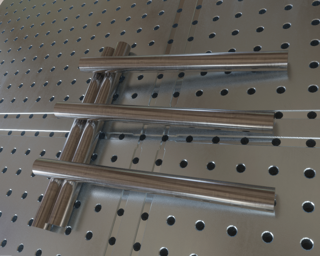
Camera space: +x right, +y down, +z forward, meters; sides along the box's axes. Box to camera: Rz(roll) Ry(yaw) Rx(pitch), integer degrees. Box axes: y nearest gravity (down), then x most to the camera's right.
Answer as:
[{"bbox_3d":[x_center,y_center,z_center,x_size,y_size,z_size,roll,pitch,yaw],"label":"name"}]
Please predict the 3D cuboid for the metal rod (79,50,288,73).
[{"bbox_3d":[0.017,-0.091,0.435,0.301,0.025,0.025,4,63,22],"label":"metal rod"}]

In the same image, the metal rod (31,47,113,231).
[{"bbox_3d":[-0.121,0.001,0.468,0.025,0.025,0.300,1,62,28],"label":"metal rod"}]

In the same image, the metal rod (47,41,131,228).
[{"bbox_3d":[-0.097,-0.006,0.460,0.025,0.025,0.300,1,62,28],"label":"metal rod"}]

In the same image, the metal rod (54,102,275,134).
[{"bbox_3d":[-0.011,-0.016,0.403,0.301,0.025,0.025,4,64,23],"label":"metal rod"}]

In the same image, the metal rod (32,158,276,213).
[{"bbox_3d":[-0.025,0.062,0.363,0.301,0.025,0.025,4,64,22],"label":"metal rod"}]
